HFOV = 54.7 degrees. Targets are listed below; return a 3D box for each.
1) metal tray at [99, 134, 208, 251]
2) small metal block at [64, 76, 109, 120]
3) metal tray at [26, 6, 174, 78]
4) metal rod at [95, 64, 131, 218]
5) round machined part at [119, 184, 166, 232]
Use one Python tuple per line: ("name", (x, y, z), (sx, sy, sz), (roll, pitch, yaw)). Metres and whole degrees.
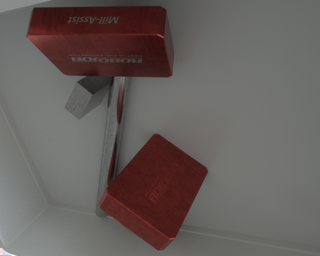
("metal tray", (-0.002, 0.072, 0.385), (0.090, 0.131, 0.030), (35, 129, 4))
("small metal block", (-0.094, -0.045, 0.412), (0.025, 0.050, 0.050), (40, 129, 0))
("metal tray", (-0.055, -0.086, 0.323), (0.131, 0.030, 0.090), (2, 165, 8))
("metal rod", (-0.074, 0.033, 0.465), (0.025, 0.025, 0.298), (24, 127, 13))
("round machined part", (-0.029, 0.116, 0.483), (0.098, 0.042, 0.097), (13, 124, 20))
